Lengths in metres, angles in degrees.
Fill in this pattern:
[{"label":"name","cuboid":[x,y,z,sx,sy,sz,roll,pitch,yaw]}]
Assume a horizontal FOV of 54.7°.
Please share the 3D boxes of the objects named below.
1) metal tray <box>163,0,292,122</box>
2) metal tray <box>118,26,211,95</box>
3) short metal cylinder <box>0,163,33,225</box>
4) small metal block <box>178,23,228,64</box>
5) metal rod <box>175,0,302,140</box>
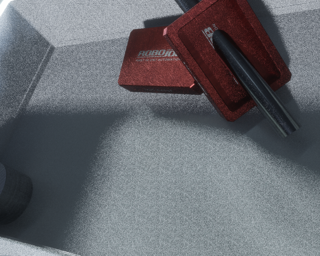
[{"label":"metal tray","cuboid":[0.077,-0.083,0.353,0.090,0.130,0.030,-37,15,3]},{"label":"metal tray","cuboid":[0.007,-0.096,0.436,0.130,0.030,0.090,7,80,35]},{"label":"short metal cylinder","cuboid":[-0.236,0.095,0.453,0.080,0.050,0.080,-13,56,20]},{"label":"small metal block","cuboid":[0.062,-0.123,0.448,0.050,0.025,0.050,16,70,34]},{"label":"metal rod","cuboid":[0.059,-0.116,0.362,0.025,0.025,0.299,-35,76,5]}]
